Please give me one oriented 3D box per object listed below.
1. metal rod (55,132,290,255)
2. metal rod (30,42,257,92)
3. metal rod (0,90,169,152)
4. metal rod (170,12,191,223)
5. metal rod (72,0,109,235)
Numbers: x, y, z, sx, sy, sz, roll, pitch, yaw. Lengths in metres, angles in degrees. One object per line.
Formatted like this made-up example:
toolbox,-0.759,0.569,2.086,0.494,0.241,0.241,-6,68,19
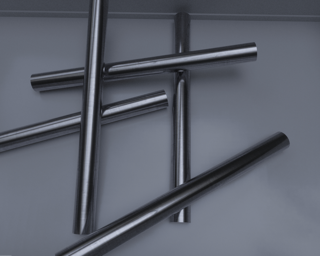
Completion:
metal rod,0.031,0.075,0.355,0.302,0.025,0.025,-25,72,-20
metal rod,-0.025,-0.081,0.419,0.302,0.025,0.025,-7,70,5
metal rod,-0.137,-0.001,0.408,0.302,0.025,0.025,-15,71,-6
metal rod,0.029,-0.028,0.420,0.025,0.025,0.299,2,70,0
metal rod,-0.086,-0.024,0.389,0.025,0.025,0.298,2,81,0
